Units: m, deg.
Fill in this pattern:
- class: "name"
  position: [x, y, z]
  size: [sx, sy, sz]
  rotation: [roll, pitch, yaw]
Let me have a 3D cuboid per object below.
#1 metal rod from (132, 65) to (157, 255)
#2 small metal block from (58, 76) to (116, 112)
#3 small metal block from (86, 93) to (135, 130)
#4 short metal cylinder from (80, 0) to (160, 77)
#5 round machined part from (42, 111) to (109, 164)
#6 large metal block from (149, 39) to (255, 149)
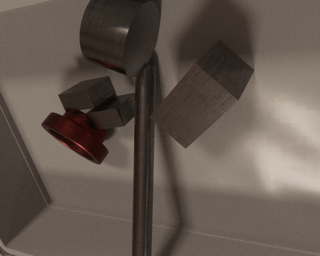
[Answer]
- class: "metal rod"
  position: [-0.021, 0.073, 0.387]
  size: [0.025, 0.025, 0.298]
  rotation: [4, 96, 25]
- class: "small metal block"
  position: [-0.097, -0.046, 0.413]
  size: [0.050, 0.050, 0.025]
  rotation: [-5, 116, 30]
- class: "small metal block"
  position: [-0.060, -0.022, 0.409]
  size: [0.050, 0.050, 0.025]
  rotation: [-7, 115, 31]
- class: "short metal cylinder"
  position: [-0.040, -0.100, 0.331]
  size: [0.050, 0.080, 0.079]
  rotation: [22, 127, 15]
- class: "round machined part"
  position: [-0.114, 0.007, 0.441]
  size: [0.098, 0.042, 0.098]
  rotation: [29, 162, 11]
- class: "large metal block"
  position: [0.045, -0.037, 0.326]
  size: [0.050, 0.080, 0.080]
  rotation: [42, 129, -1]
